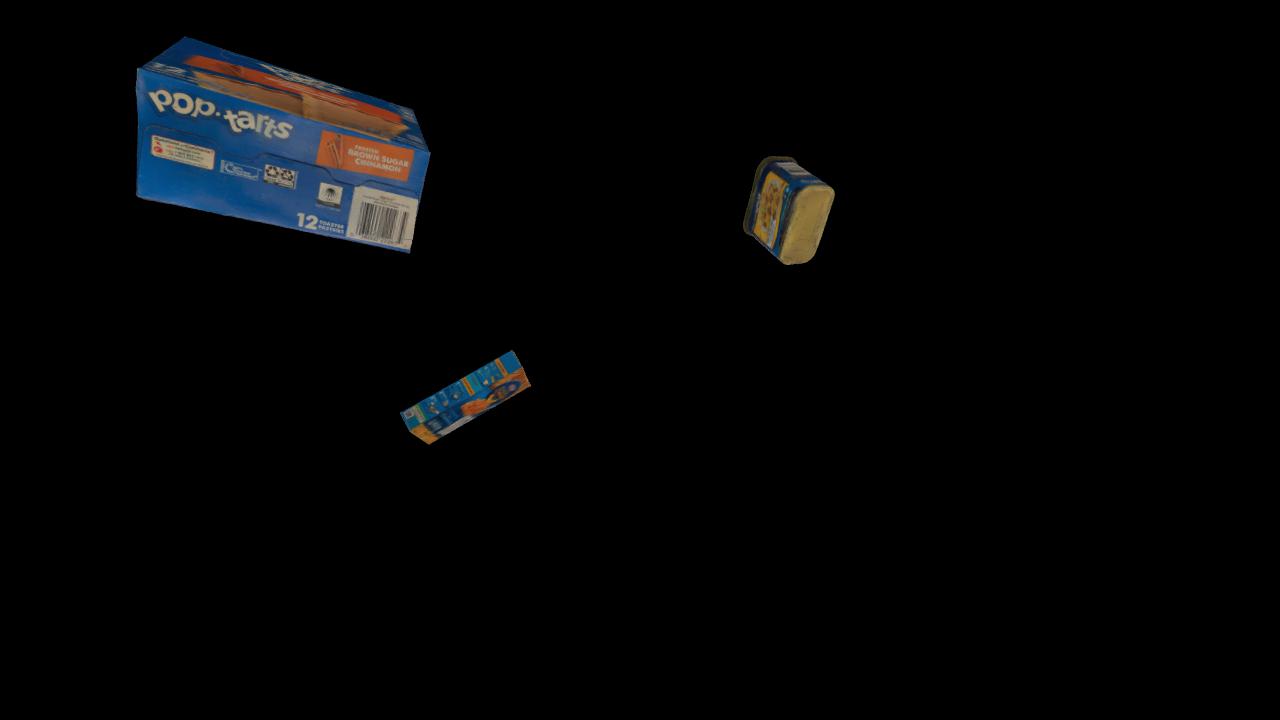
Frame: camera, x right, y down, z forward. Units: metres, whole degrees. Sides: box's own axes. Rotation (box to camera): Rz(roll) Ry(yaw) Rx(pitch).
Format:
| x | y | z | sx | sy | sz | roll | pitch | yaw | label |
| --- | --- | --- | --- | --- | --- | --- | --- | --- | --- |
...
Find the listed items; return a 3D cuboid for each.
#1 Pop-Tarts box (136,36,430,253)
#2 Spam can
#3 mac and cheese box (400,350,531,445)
| x | y | z | sx | sy | sz | roll | pitch | yaw | label |
| --- | --- | --- | --- | --- | --- | --- | --- | --- | --- |
| -0.255 | -0.160 | 0.459 | 0.167 | 0.083 | 0.141 | 9 | 27 | -30 | Pop-Tarts box |
| 0.173 | -0.174 | 0.721 | 0.058 | 0.101 | 0.085 | -7 | 39 | -20 | Spam can |
| -0.260 | 0.059 | 0.939 | 0.184 | 0.041 | 0.093 | -31 | -18 | -12 | mac and cheese box |
